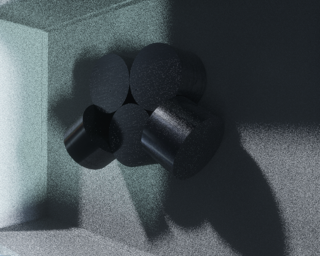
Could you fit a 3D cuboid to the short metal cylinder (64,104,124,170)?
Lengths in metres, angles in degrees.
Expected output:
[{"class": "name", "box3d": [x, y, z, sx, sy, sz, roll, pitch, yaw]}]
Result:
[{"class": "short metal cylinder", "box3d": [-0.088, 0.013, 0.442, 0.050, 0.081, 0.080, -37, 67, 34]}]

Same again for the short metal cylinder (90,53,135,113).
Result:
[{"class": "short metal cylinder", "box3d": [-0.053, -0.059, 0.432, 0.080, 0.050, 0.080, 0, 90, 40]}]

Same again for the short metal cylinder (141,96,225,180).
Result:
[{"class": "short metal cylinder", "box3d": [0.026, 0.011, 0.347, 0.050, 0.081, 0.079, 37, 113, 34]}]

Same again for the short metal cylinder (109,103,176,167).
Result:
[{"class": "short metal cylinder", "box3d": [-0.021, 0.009, 0.406, 0.080, 0.050, 0.080, 0, 90, 40]}]

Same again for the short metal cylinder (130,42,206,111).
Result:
[{"class": "short metal cylinder", "box3d": [0.009, -0.060, 0.381, 0.080, 0.050, 0.080, 0, 90, 40]}]
